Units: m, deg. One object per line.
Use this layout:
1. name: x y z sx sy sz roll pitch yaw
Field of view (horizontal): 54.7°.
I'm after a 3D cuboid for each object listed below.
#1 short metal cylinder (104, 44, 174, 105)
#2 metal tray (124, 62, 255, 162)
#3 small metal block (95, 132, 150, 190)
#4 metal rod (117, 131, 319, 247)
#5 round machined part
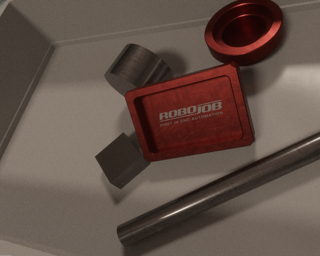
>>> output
1. short metal cylinder: -0.028 -0.070 0.427 0.080 0.080 0.050 23 74 36
2. metal tray: 0.034 -0.016 0.357 0.130 0.089 0.030 -12 13 21
3. small metal block: -0.049 0.042 0.404 0.050 0.025 0.050 -41 51 0
4. metal rod: 0.089 0.054 0.325 0.301 0.025 0.025 -27 53 10
5. round machined part: 0.112 -0.121 0.410 0.098 0.042 0.098 -13 56 20
